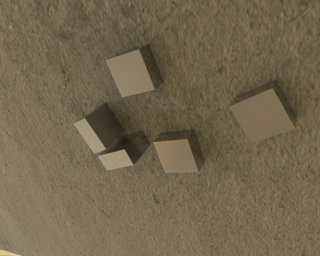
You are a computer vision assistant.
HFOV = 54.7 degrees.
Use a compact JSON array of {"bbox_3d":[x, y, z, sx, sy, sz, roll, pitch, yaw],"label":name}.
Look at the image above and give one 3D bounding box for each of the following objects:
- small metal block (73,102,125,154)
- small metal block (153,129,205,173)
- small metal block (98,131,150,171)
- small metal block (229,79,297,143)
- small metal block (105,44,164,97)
[{"bbox_3d":[-0.083,-0.001,0.432,0.025,0.050,0.050,-22,107,36],"label":"small metal block"},{"bbox_3d":[0.026,0.032,0.412,0.050,0.025,0.050,-7,115,31],"label":"small metal block"},{"bbox_3d":[-0.050,0.032,0.435,0.050,0.050,0.025,-16,110,34],"label":"small metal block"},{"bbox_3d":[0.112,-0.017,0.337,0.050,0.025,0.050,-24,106,36],"label":"small metal block"},{"bbox_3d":[-0.031,-0.069,0.379,0.050,0.025,0.050,-9,114,31],"label":"small metal block"}]
